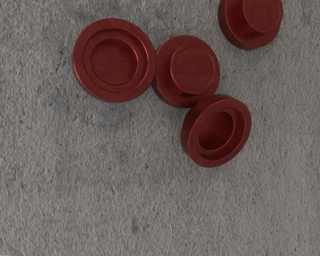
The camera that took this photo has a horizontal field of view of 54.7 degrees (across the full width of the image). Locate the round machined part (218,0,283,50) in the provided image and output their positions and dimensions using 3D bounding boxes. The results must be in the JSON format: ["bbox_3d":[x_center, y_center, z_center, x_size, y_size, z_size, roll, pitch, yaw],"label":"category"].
[{"bbox_3d":[0.138,-0.167,0.450,0.099,0.042,0.097,0,90,-20],"label":"round machined part"}]

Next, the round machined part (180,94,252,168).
[{"bbox_3d":[0.070,0.000,0.413,0.099,0.042,0.097,-13,120,-23],"label":"round machined part"}]

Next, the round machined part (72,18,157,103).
[{"bbox_3d":[-0.057,-0.079,0.379,0.099,0.042,0.097,0,90,-20],"label":"round machined part"}]

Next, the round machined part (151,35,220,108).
[{"bbox_3d":[0.038,-0.076,0.414,0.099,0.042,0.097,0,90,-20],"label":"round machined part"}]
